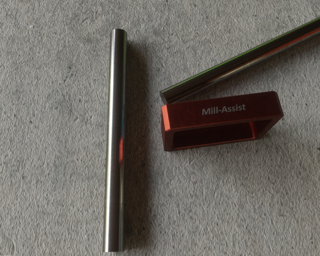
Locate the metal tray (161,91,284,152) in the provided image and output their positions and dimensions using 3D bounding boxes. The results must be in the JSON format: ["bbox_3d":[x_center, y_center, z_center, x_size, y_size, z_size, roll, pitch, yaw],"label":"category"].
[{"bbox_3d":[0.068,-0.005,0.376,0.131,0.090,0.030,-7,71,-3],"label":"metal tray"}]

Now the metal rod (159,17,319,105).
[{"bbox_3d":[0.139,-0.104,0.447,0.302,0.025,0.025,-26,72,-10],"label":"metal rod"}]

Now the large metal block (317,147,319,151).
[{"bbox_3d":[0.258,0.011,0.378,0.080,0.080,0.050,-35,74,-12],"label":"large metal block"}]

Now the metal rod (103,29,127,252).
[{"bbox_3d":[-0.057,0.001,0.406,0.025,0.025,0.299,-1,70,-1],"label":"metal rod"}]
